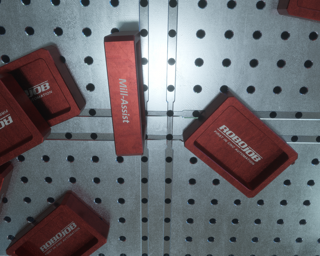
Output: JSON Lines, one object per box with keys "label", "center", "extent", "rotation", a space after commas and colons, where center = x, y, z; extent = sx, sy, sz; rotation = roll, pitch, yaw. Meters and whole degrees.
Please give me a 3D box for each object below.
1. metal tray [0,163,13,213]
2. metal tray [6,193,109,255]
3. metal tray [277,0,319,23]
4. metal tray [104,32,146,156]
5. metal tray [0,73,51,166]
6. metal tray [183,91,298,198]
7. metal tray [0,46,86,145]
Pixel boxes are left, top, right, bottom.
{"label": "metal tray", "center": [-0.276, 0.098, 0.445], "extent": [0.090, 0.030, 0.129], "rotation": [21, 109, -8]}
{"label": "metal tray", "center": [-0.154, 0.170, 0.472], "extent": [0.130, 0.030, 0.090], "rotation": [-40, 106, 13]}
{"label": "metal tray", "center": [0.213, -0.163, 0.351], "extent": [0.131, 0.030, 0.089], "rotation": [10, 110, -4]}
{"label": "metal tray", "center": [-0.037, -0.043, 0.362], "extent": [0.030, 0.090, 0.129], "rotation": [-3, 110, 1]}
{"label": "metal tray", "center": [-0.214, 0.003, 0.377], "extent": [0.130, 0.030, 0.090], "rotation": [-27, 108, 9]}
{"label": "metal tray", "center": [0.107, 0.024, 0.420], "extent": [0.130, 0.030, 0.090], "rotation": [39, 105, -13]}
{"label": "metal tray", "center": [-0.175, -0.037, 0.395], "extent": [0.130, 0.030, 0.090], "rotation": [-22, 109, 7]}
